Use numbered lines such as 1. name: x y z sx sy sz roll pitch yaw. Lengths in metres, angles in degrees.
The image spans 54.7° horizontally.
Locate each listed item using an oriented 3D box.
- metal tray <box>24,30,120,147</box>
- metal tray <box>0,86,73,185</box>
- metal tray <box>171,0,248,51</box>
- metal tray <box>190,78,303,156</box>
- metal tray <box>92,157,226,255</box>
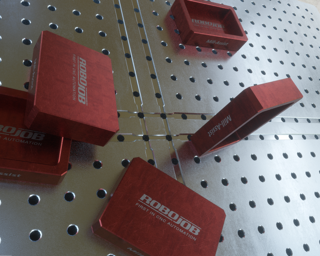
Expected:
1. metal tray: -0.098 -0.047 0.355 0.091 0.030 0.130 18 43 -33
2. metal tray: -0.159 0.004 0.317 0.131 0.030 0.090 12 57 -22
3. metal tray: 0.092 -0.193 0.574 0.131 0.030 0.090 -1 62 -29
4. metal tray: 0.109 -0.012 0.409 0.091 0.129 0.030 -16 70 -35
5. metal tray: 0.004 0.103 0.345 0.130 0.030 0.090 33 51 -7
